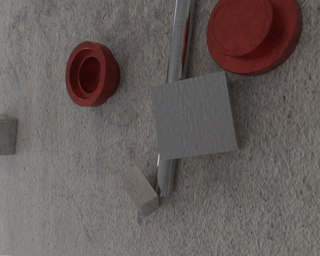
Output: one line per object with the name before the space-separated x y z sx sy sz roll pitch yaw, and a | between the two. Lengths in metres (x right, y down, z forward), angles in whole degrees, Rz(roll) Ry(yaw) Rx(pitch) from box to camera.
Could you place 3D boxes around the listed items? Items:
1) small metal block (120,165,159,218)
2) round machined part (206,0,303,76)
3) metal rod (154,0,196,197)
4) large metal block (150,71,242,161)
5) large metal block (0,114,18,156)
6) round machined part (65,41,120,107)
small metal block | -0.026 0.085 0.409 0.050 0.025 0.050 52 163 27
round machined part | 0.090 -0.105 0.320 0.098 0.042 0.097 0 90 40
metal rod | 0.021 -0.062 0.387 0.025 0.025 0.298 11 97 39
large metal block | 0.041 -0.010 0.339 0.080 0.050 0.080 -10 83 19
large metal block | -0.362 0.013 0.688 0.080 0.050 0.079 14 99 39
round machined part | -0.099 -0.080 0.476 0.098 0.042 0.097 0 90 40
